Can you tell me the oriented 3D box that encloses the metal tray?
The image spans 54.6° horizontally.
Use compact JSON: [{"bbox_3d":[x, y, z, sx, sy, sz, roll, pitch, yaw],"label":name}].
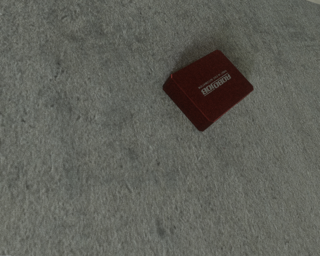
[{"bbox_3d":[0.078,-0.062,0.480,0.131,0.030,0.090,-35,81,-38],"label":"metal tray"}]
